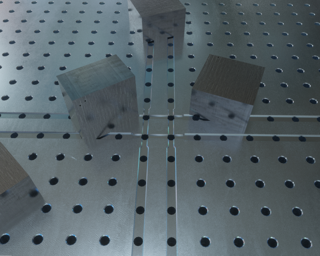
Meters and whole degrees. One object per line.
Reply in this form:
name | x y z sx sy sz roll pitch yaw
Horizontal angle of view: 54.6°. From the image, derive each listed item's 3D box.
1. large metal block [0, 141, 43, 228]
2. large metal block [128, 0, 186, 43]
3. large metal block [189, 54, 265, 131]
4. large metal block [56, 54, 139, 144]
large metal block | -0.191 0.064 0.337 0.080 0.050 0.080 -37 59 -27
large metal block | -0.007 -0.207 0.565 0.081 0.050 0.080 -17 52 -14
large metal block | 0.094 -0.052 0.436 0.080 0.050 0.080 18 52 14
large metal block | -0.077 -0.037 0.403 0.080 0.080 0.050 -26 55 -20
